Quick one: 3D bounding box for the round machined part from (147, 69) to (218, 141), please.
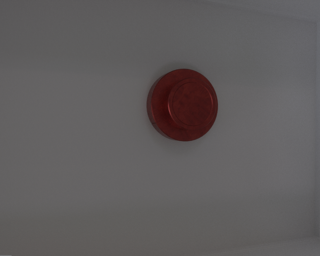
[{"bbox_3d":[0.035,-0.031,0.414,0.099,0.042,0.097,0,90,-20],"label":"round machined part"}]
